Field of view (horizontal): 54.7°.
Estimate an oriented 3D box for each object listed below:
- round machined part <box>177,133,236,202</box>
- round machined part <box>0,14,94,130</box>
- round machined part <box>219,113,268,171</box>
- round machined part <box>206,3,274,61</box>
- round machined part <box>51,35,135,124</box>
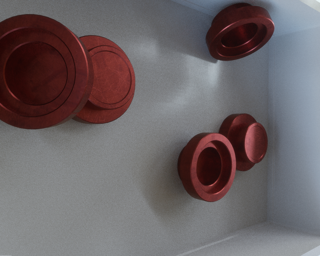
[{"bbox_3d":[0.064,0.055,0.452,0.099,0.042,0.097,0,90,-40],"label":"round machined part"},{"bbox_3d":[-0.109,-0.049,0.283,0.099,0.042,0.097,0,94,1],"label":"round machined part"},{"bbox_3d":[0.144,0.024,0.520,0.099,0.042,0.097,0,90,-40],"label":"round machined part"},{"bbox_3d":[0.116,-0.148,0.466,0.099,0.098,0.042,6,61,-40],"label":"round machined part"},{"bbox_3d":[-0.067,-0.053,0.341,0.099,0.042,0.097,0,90,-40],"label":"round machined part"}]
